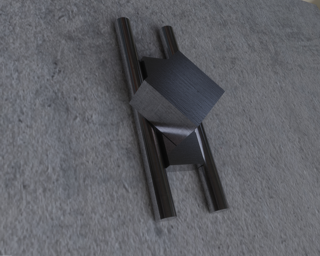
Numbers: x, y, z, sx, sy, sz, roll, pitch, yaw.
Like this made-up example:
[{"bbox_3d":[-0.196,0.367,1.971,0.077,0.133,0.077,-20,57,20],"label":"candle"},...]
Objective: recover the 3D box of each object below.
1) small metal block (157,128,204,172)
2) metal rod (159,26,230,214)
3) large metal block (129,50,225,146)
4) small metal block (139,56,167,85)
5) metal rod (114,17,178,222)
[{"bbox_3d":[0.023,0.029,0.401,0.050,0.025,0.050,1,61,-28],"label":"small metal block"},{"bbox_3d":[0.042,-0.028,0.448,0.025,0.025,0.299,1,61,-28],"label":"metal rod"},{"bbox_3d":[0.023,-0.039,0.392,0.080,0.050,0.080,42,51,0],"label":"large metal block"},{"bbox_3d":[-0.002,-0.074,0.449,0.050,0.025,0.050,1,61,-28],"label":"small metal block"},{"bbox_3d":[-0.025,-0.029,0.411,0.025,0.025,0.299,1,61,-28],"label":"metal rod"}]
